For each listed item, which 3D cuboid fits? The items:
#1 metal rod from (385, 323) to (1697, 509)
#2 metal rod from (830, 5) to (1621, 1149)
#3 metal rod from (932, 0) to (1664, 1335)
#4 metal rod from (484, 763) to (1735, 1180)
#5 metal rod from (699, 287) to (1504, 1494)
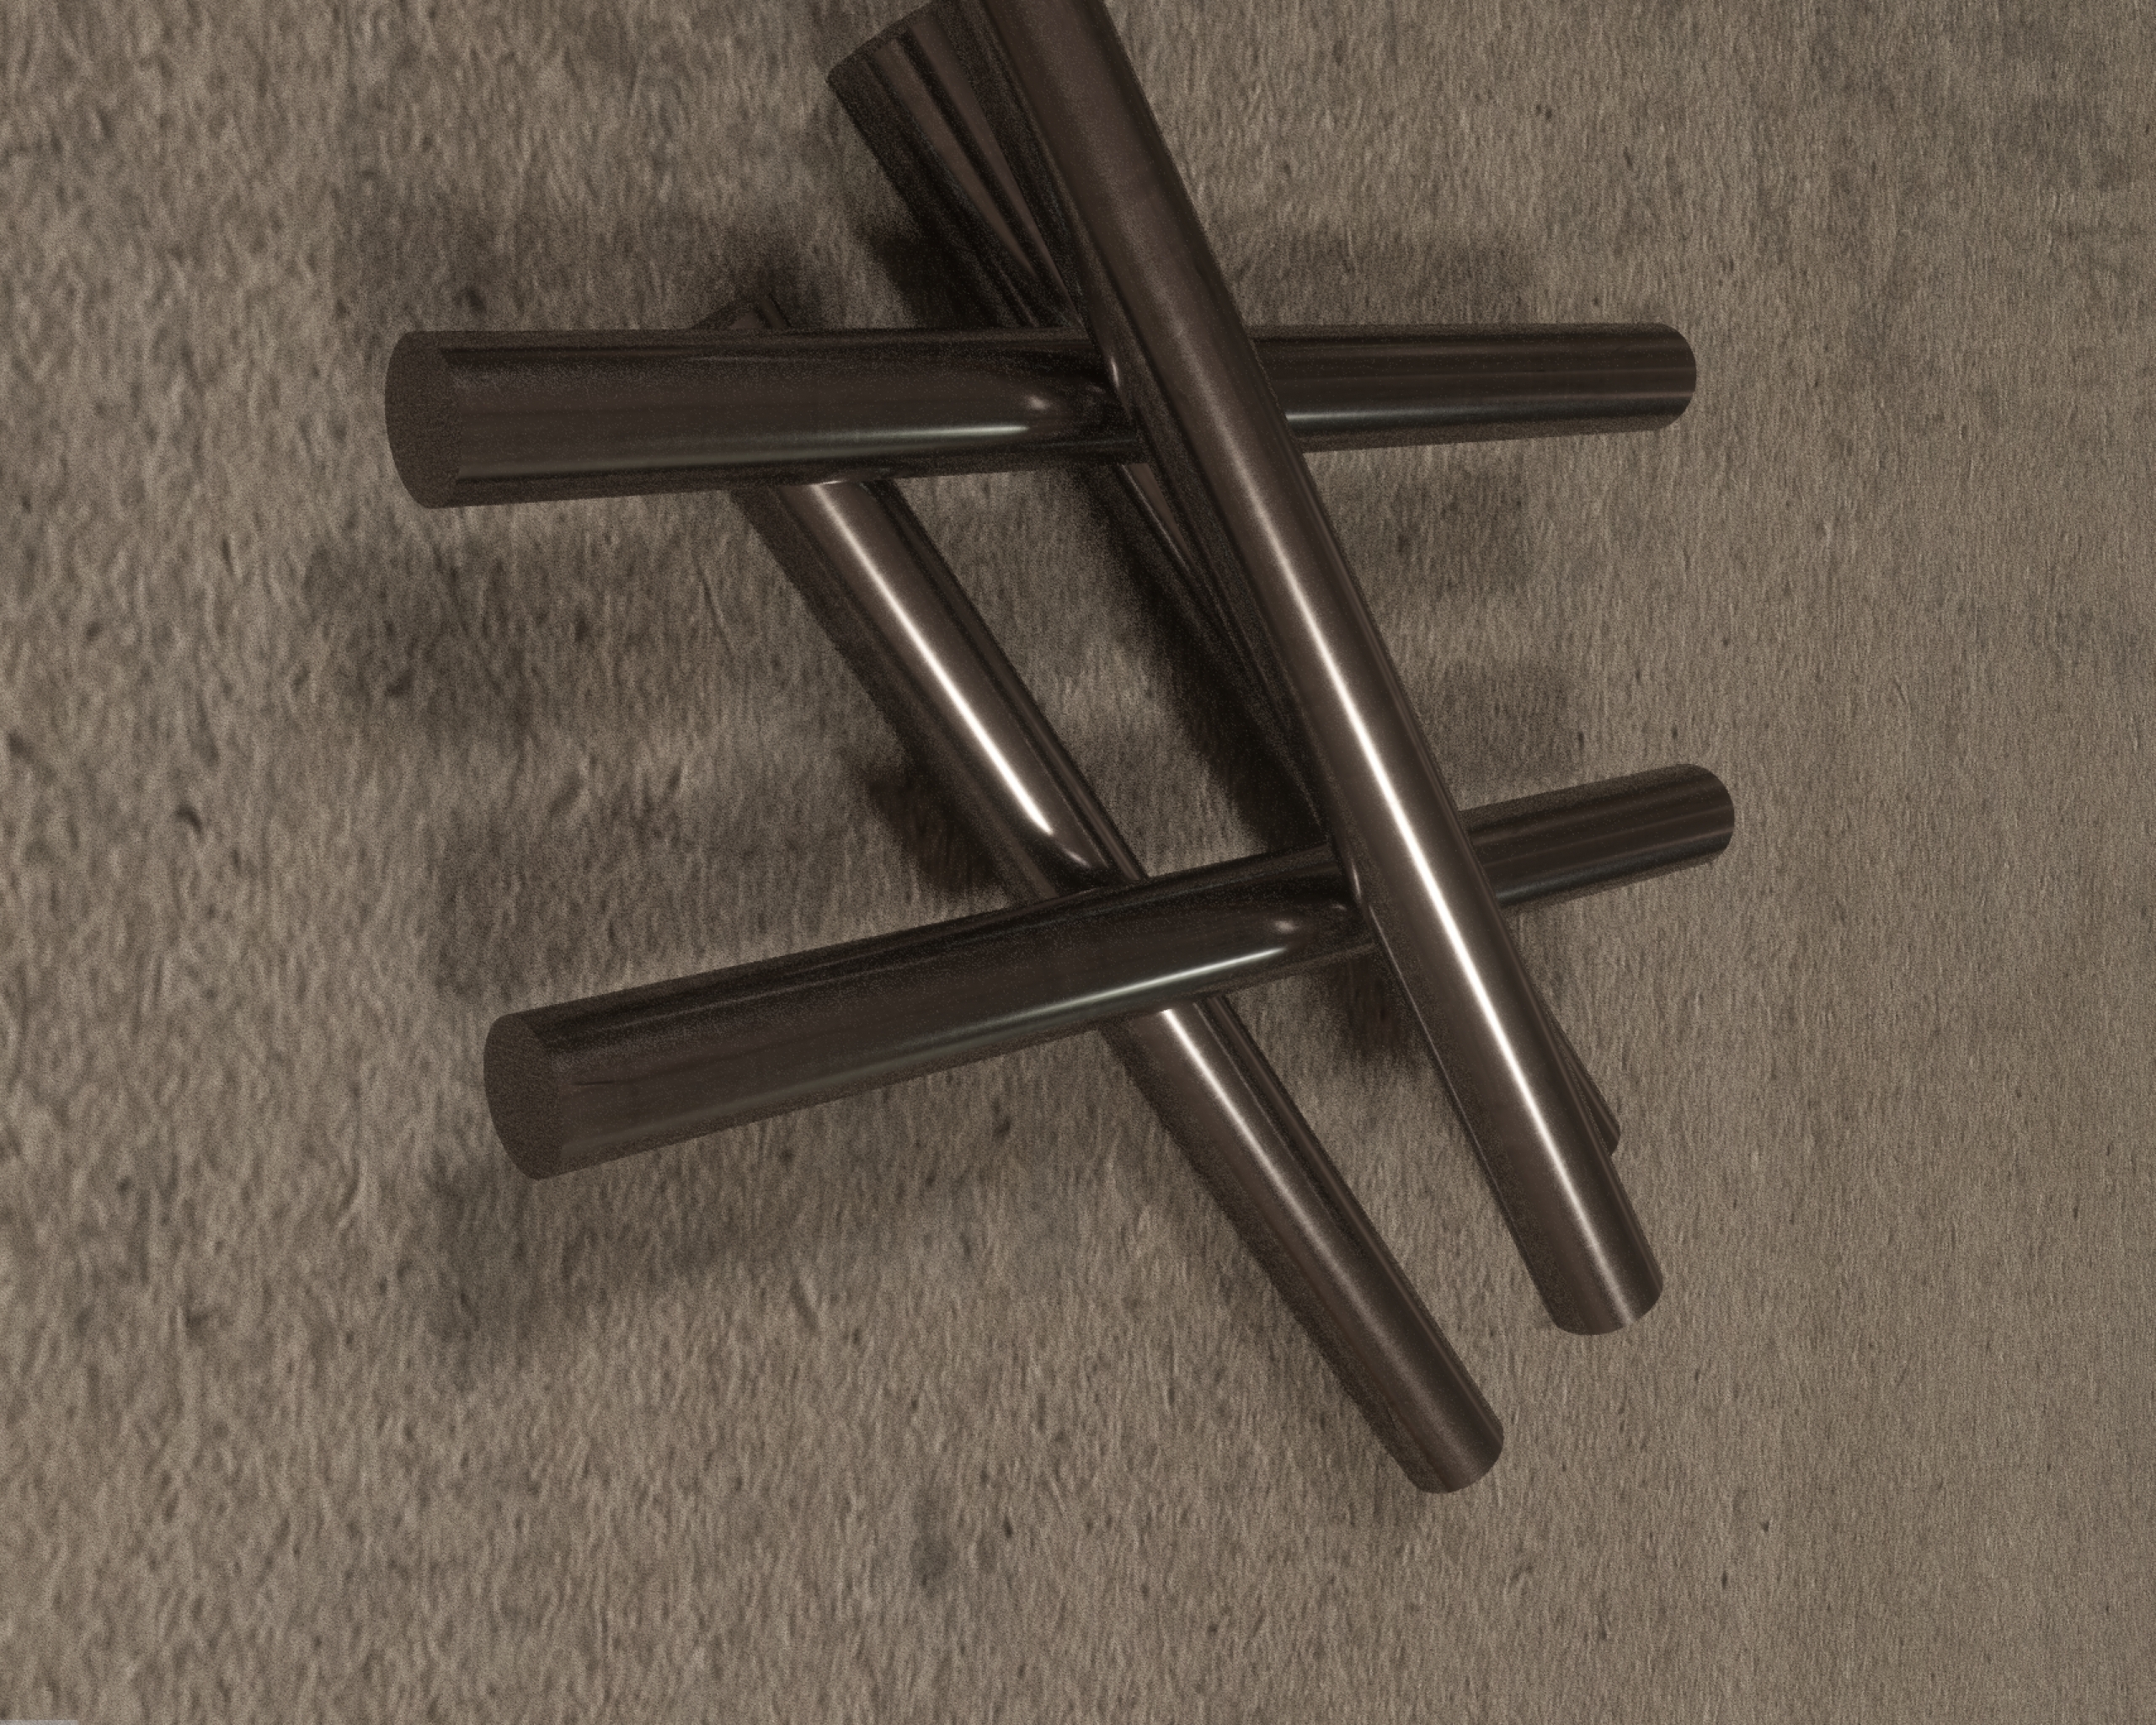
[{"bbox_3d":[0.020,-0.088,0.393,0.302,0.025,0.025,-13,98,-40],"label":"metal rod"},{"bbox_3d":[0.043,-0.040,0.444,0.025,0.025,0.299,-51,120,-28],"label":"metal rod"},{"bbox_3d":[0.046,-0.032,0.382,0.025,0.025,0.299,-42,116,-32],"label":"metal rod"},{"bbox_3d":[0.032,0.012,0.403,0.302,0.025,0.025,-11,98,-40],"label":"metal rod"},{"bbox_3d":[0.012,0.022,0.418,0.025,0.025,0.299,-49,119,-29],"label":"metal rod"}]
